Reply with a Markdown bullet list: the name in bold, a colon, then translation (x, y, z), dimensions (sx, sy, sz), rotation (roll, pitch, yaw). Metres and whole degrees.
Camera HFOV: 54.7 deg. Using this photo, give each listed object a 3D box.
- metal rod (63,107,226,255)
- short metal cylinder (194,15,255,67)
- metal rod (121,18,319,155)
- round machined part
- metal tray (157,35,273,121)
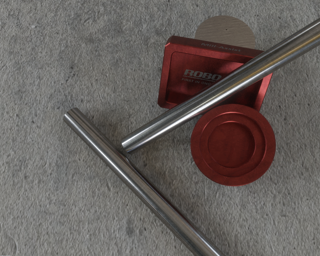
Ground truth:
- **metal rod**: translation (-0.012, 0.081, 0.378), dimensions (0.300, 0.025, 0.025), rotation (43, 75, 14)
- **short metal cylinder**: translation (0.087, -0.109, 0.436), dimensions (0.081, 0.050, 0.080), rotation (0, 70, 0)
- **metal rod**: translation (0.081, -0.050, 0.357), dimensions (0.300, 0.025, 0.025), rotation (-31, 71, 17)
- **round machined part**: translation (0.087, 0.020, 0.383), dimensions (0.099, 0.042, 0.097), rotation (0, 86, 6)
- **metal tray**: translation (0.068, -0.060, 0.396), dimensions (0.131, 0.089, 0.030), rotation (11, 35, 4)
